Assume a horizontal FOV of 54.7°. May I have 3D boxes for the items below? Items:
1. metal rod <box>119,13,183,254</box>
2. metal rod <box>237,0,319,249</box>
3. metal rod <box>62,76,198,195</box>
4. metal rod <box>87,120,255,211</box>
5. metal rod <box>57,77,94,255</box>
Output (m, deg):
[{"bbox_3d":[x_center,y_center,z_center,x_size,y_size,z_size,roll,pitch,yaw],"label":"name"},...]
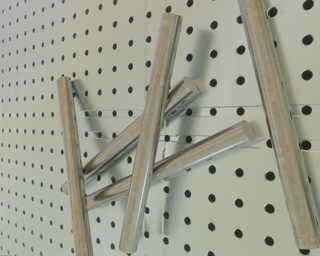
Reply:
[{"bbox_3d":[-0.014,0.014,0.384,0.025,0.025,0.298,18,101,38],"label":"metal rod"},{"bbox_3d":[0.114,-0.035,0.313,0.025,0.025,0.298,-17,79,38],"label":"metal rod"},{"bbox_3d":[-0.061,0.026,0.457,0.299,0.025,0.025,-39,67,32],"label":"metal rod"},{"bbox_3d":[-0.012,0.063,0.416,0.299,0.025,0.025,-30,72,35],"label":"metal rod"},{"bbox_3d":[-0.137,0.050,0.489,0.025,0.025,0.299,-31,62,35],"label":"metal rod"}]
